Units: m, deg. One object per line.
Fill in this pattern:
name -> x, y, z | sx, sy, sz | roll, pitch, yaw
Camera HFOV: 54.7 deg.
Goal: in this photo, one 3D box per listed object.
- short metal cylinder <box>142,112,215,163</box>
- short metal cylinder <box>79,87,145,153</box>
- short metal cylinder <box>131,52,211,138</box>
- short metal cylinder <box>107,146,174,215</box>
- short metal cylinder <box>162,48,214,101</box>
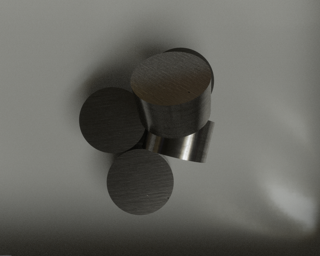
short metal cylinder -> 0.023, 0.009, 0.383 | 0.080, 0.080, 0.050 | 13, 90, -1
short metal cylinder -> -0.057, -0.010, 0.396 | 0.081, 0.050, 0.079 | 0, 90, -1
short metal cylinder -> 0.013, -0.036, 0.327 | 0.080, 0.050, 0.080 | -4, 50, 5
short metal cylinder -> -0.024, 0.065, 0.397 | 0.081, 0.050, 0.079 | 0, 90, -1
short metal cylinder -> 0.025, -0.057, 0.398 | 0.081, 0.050, 0.079 | 0, 90, -1
